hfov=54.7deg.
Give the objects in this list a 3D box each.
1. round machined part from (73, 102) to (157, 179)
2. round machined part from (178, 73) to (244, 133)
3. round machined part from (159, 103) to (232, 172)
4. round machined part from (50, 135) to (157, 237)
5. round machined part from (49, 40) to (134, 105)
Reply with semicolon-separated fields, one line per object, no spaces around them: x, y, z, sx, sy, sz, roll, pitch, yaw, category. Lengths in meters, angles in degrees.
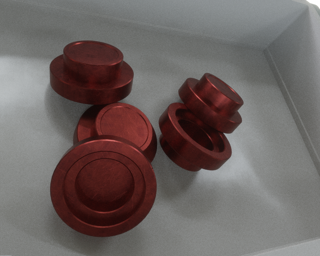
-0.048;0.009;0.363;0.099;0.042;0.098;14;56;-21;round machined part
0.078;-0.041;0.436;0.098;0.042;0.098;30;25;-16;round machined part
0.039;0.016;0.391;0.098;0.042;0.098;29;28;-17;round machined part
-0.055;0.054;0.310;0.099;0.042;0.097;-2;101;-8;round machined part
-0.080;-0.072;0.372;0.099;0.042;0.098;9;36;-6;round machined part
